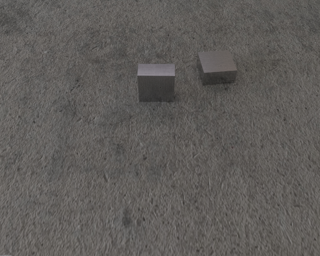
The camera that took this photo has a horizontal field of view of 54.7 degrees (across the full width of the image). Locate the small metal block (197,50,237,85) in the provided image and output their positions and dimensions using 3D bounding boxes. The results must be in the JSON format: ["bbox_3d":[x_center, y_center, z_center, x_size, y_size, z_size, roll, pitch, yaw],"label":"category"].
[{"bbox_3d":[0.087,-0.094,0.483,0.050,0.025,0.050,-5,50,-4],"label":"small metal block"}]

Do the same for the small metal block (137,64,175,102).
[{"bbox_3d":[-0.005,-0.063,0.440,0.050,0.050,0.025,0,50,0],"label":"small metal block"}]
